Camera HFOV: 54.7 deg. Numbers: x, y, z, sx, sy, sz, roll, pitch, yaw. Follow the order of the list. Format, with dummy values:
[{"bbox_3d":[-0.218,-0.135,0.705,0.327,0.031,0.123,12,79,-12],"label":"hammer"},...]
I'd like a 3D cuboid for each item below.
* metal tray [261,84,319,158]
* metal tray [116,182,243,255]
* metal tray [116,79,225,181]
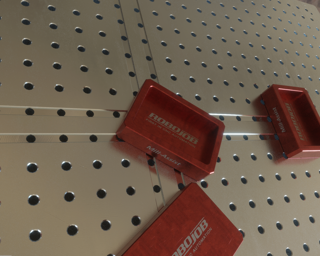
[{"bbox_3d":[0.241,-0.013,0.545,0.091,0.030,0.130,2,61,-28],"label":"metal tray"},{"bbox_3d":[0.024,0.133,0.338,0.090,0.030,0.131,48,51,5],"label":"metal tray"},{"bbox_3d":[0.019,0.002,0.415,0.131,0.030,0.090,30,52,-10],"label":"metal tray"}]
